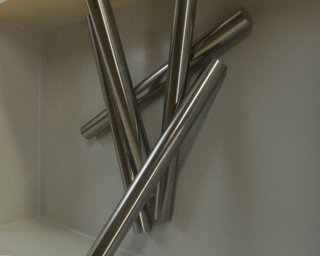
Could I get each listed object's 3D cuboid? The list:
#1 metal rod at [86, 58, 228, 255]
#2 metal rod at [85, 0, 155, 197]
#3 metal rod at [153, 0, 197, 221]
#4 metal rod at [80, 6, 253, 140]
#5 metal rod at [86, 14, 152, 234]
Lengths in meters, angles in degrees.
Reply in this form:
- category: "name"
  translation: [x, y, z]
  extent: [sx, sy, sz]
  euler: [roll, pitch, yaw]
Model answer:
- category: "metal rod"
  translation: [-0.013, 0.054, 0.338]
  extent: [0.025, 0.025, 0.299]
  euler: [28, 83, 36]
- category: "metal rod"
  translation: [-0.045, -0.050, 0.364]
  extent: [0.025, 0.025, 0.298]
  euler: [4, 117, 39]
- category: "metal rod"
  translation: [0.017, -0.029, 0.366]
  extent: [0.025, 0.025, 0.298]
  euler: [17, 108, 38]
- category: "metal rod"
  translation: [-0.013, -0.056, 0.415]
  extent: [0.299, 0.025, 0.025]
  euler: [-31, 71, 35]
- category: "metal rod"
  translation: [-0.056, -0.006, 0.422]
  extent: [0.025, 0.025, 0.298]
  euler: [-12, 91, 39]
